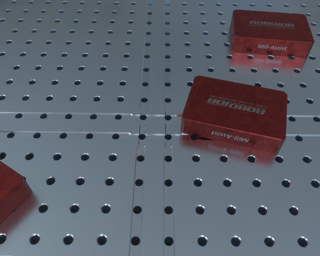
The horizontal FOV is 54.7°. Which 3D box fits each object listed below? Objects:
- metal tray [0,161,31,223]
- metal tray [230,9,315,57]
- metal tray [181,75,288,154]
[{"bbox_3d":[-0.226,0.065,0.347,0.130,0.030,0.090,27,55,20],"label":"metal tray"},{"bbox_3d":[0.194,-0.170,0.550,0.131,0.030,0.090,6,50,4],"label":"metal tray"},{"bbox_3d":[0.102,-0.022,0.424,0.131,0.030,0.090,13,51,10],"label":"metal tray"}]
